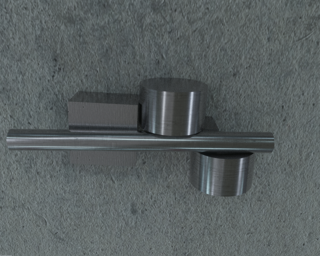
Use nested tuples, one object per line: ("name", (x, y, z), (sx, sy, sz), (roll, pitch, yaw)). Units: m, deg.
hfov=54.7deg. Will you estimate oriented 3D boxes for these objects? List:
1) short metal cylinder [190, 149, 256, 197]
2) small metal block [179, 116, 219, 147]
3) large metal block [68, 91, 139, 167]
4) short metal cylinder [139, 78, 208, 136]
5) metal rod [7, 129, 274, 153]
("short metal cylinder", (0.079, 0.045, 0.399), (0.081, 0.080, 0.050), (0, 110, -1))
("small metal block", (0.045, 0.004, 0.399), (0.050, 0.050, 0.025), (1, 110, -1))
("large metal block", (-0.068, 0.000, 0.393), (0.081, 0.050, 0.079), (3, 110, -2))
("short metal cylinder", (0.015, -0.028, 0.372), (0.081, 0.080, 0.050), (2, 110, -1))
("metal rod", (-0.020, 0.015, 0.362), (0.302, 0.025, 0.025), (1, 110, -2))
